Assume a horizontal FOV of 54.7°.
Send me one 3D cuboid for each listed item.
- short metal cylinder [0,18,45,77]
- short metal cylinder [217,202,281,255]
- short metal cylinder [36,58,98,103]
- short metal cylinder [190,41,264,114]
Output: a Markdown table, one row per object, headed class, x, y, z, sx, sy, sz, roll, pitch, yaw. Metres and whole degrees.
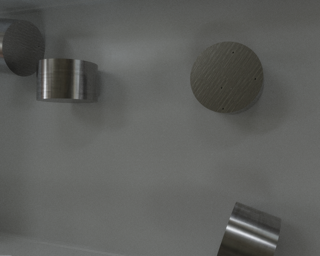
| class | x | y | z | sx | sy | sz | roll | pitch | yaw |
| --- | --- | --- | --- | --- | --- | --- | --- | --- | --- |
| short metal cylinder | -0.219 | -0.119 | 0.456 | 0.050 | 0.080 | 0.079 | 11 | 94 | 19 |
| short metal cylinder | 0.097 | 0.130 | 0.347 | 0.050 | 0.080 | 0.080 | 19 | 96 | 18 |
| short metal cylinder | -0.126 | -0.062 | 0.424 | 0.080 | 0.080 | 0.050 | 0 | 90 | 19 |
| short metal cylinder | 0.081 | -0.057 | 0.368 | 0.080 | 0.050 | 0.079 | 0 | 90 | 19 |
